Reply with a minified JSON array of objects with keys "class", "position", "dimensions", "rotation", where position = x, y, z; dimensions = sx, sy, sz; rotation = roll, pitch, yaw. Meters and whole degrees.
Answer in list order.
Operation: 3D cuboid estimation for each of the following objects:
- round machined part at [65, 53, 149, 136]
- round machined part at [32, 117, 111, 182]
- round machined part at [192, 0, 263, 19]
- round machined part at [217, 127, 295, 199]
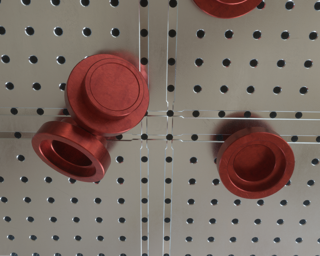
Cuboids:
[{"class":"round machined part","position":[-0.058,-0.042,0.361],"dimensions":[0.099,0.042,0.098],"rotation":[6,75,-23]},{"class":"round machined part","position":[-0.108,0.024,0.396],"dimensions":[0.098,0.042,0.098],"rotation":[14,142,12]},{"class":"round machined part","position":[0.077,-0.172,0.342],"dimensions":[0.099,0.042,0.097],"rotation":[0,110,0]},{"class":"round machined part","position":[0.126,0.044,0.421],"dimensions":[0.099,0.042,0.097],"rotation":[0,110,0]}]
